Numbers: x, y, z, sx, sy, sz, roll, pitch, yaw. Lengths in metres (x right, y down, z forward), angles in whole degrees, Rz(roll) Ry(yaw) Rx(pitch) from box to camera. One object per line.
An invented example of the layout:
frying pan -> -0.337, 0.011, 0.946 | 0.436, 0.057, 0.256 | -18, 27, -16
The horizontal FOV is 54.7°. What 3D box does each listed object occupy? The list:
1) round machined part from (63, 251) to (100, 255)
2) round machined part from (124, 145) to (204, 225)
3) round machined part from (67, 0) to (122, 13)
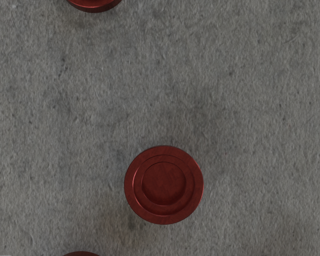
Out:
round machined part -> -0.102, 0.208, 0.400 | 0.099, 0.042, 0.097 | 0, 90, -1
round machined part -> 0.005, 0.071, 0.402 | 0.099, 0.042, 0.097 | 0, 90, -1
round machined part -> -0.090, -0.205, 0.400 | 0.099, 0.042, 0.097 | 0, 90, -1
